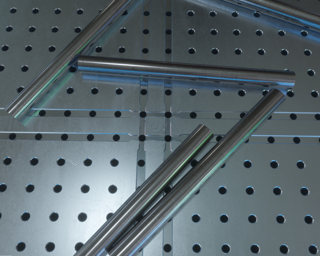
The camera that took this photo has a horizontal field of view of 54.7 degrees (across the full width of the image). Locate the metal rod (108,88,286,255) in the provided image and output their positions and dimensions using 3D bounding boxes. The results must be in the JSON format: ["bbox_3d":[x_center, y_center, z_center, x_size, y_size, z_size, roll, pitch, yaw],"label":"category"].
[{"bbox_3d":[0.056,0.053,0.392,0.301,0.025,0.025,-42,76,-14],"label":"metal rod"}]

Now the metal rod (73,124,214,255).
[{"bbox_3d":[-0.042,0.106,0.372,0.025,0.025,0.301,42,75,13],"label":"metal rod"}]

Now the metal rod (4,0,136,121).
[{"bbox_3d":[-0.110,-0.130,0.457,0.025,0.025,0.300,35,73,11],"label":"metal rod"}]

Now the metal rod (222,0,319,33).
[{"bbox_3d":[0.130,-0.205,0.488,0.301,0.025,0.025,22,71,7],"label":"metal rod"}]

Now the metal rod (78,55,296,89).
[{"bbox_3d":[0.036,-0.080,0.441,0.302,0.025,0.025,5,70,1],"label":"metal rod"}]
